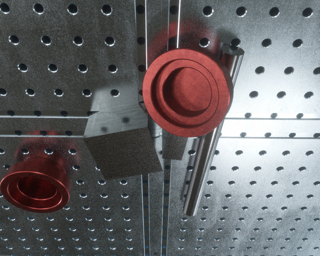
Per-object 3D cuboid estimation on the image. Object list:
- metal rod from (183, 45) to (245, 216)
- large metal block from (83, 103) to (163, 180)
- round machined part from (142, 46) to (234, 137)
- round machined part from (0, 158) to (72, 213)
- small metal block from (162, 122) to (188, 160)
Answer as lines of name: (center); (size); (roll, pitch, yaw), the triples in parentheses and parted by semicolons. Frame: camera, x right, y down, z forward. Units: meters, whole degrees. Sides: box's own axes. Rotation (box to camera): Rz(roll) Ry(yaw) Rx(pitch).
metal rod: (0.066, 0.028, 0.435); (0.025, 0.025, 0.298); (4, 130, -4)
large metal block: (-0.044, 0.019, 0.411); (0.080, 0.050, 0.080); (-10, 130, 8)
round machined part: (0.033, -0.042, 0.347); (0.098, 0.042, 0.097); (9, 113, 22)
round machined part: (-0.183, 0.083, 0.469); (0.099, 0.042, 0.097); (0, 130, 0)
small metal block: (0.019, 0.006, 0.400); (0.025, 0.050, 0.050); (7, 131, -6)
